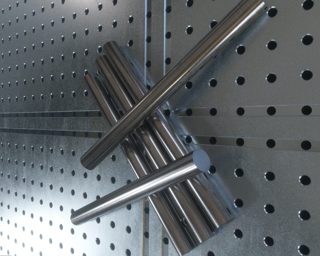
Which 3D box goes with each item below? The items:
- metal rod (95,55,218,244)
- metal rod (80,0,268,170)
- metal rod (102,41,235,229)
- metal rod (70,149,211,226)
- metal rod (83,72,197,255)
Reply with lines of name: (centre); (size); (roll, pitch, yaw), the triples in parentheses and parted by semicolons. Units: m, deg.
metal rod: (-0.016, 0.012, 0.421); (0.025, 0.025, 0.299); (-46, 63, 30)
metal rod: (0.001, -0.043, 0.380); (0.299, 0.025, 0.025); (-42, 65, 23)
metal rod: (-0.001, -0.008, 0.408); (0.025, 0.025, 0.299); (-47, 62, 29)
metal rod: (-0.048, 0.092, 0.420); (0.299, 0.025, 0.025); (-33, 70, 43)
metal rod: (-0.038, 0.035, 0.439); (0.025, 0.025, 0.299); (-46, 63, 30)
